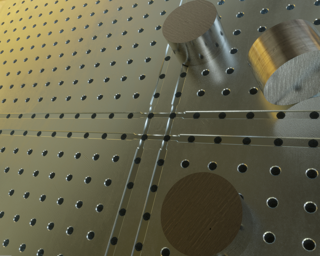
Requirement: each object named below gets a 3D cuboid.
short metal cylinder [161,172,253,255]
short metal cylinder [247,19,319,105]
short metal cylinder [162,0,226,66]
[{"bbox_3d":[0.048,0.091,0.311,0.080,0.050,0.080,-13,56,21],"label":"short metal cylinder"},{"bbox_3d":[0.144,-0.070,0.340,0.080,0.080,0.050,-23,53,14],"label":"short metal cylinder"},{"bbox_3d":[0.050,-0.138,0.450,0.080,0.050,0.080,-13,56,21],"label":"short metal cylinder"}]
